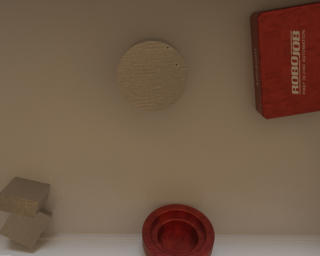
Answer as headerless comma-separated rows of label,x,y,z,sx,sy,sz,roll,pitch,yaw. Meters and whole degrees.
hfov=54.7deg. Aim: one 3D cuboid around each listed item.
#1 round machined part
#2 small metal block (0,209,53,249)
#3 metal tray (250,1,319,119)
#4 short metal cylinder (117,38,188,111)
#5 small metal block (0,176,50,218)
round machined part,0.025,0.158,0.433,0.099,0.098,0.042,1,123,-1
small metal block,-0.193,0.138,0.449,0.050,0.025,0.050,32,81,-11
metal tray,0.164,-0.082,0.381,0.091,0.030,0.129,-9,110,3
short metal cylinder,-0.009,-0.066,0.374,0.081,0.050,0.079,0,110,-1
small metal block,-0.187,0.095,0.430,0.050,0.050,0.025,14,106,-6
